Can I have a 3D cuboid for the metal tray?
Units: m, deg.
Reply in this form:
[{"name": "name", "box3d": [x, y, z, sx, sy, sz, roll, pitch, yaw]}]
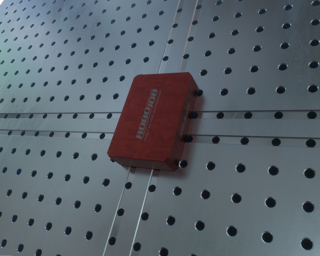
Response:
[{"name": "metal tray", "box3d": [-0.008, -0.012, 0.414, 0.090, 0.030, 0.130, 2, 63, 29]}]
